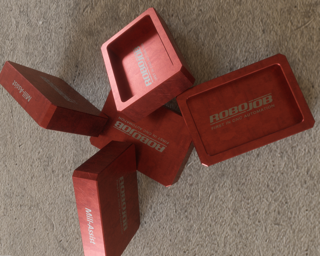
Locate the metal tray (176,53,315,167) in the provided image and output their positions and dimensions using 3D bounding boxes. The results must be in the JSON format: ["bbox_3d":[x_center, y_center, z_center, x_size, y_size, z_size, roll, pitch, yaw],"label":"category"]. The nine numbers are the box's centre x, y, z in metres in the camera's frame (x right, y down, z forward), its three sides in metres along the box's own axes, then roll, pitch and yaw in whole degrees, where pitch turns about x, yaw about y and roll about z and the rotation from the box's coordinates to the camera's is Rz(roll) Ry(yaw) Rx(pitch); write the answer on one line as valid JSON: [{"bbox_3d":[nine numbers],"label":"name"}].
[{"bbox_3d":[0.094,-0.019,0.357,0.131,0.030,0.090,-21,83,3],"label":"metal tray"}]

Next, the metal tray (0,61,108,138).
[{"bbox_3d":[-0.141,-0.038,0.407,0.130,0.090,0.030,37,102,33],"label":"metal tray"}]

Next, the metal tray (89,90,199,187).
[{"bbox_3d":[-0.020,0.008,0.413,0.130,0.030,0.090,27,99,17],"label":"metal tray"}]

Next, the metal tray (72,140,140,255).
[{"bbox_3d":[-0.059,0.091,0.375,0.030,0.090,0.129,6,113,20],"label":"metal tray"}]

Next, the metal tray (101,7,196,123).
[{"bbox_3d":[-0.021,-0.081,0.383,0.090,0.030,0.130,-33,51,16],"label":"metal tray"}]
